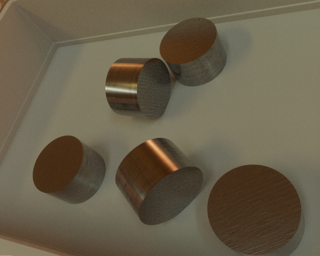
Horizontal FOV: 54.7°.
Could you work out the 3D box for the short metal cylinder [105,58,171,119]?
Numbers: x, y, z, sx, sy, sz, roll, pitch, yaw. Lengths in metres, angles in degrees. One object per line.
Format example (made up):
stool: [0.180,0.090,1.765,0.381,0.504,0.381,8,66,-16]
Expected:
short metal cylinder: [-0.027,-0.054,0.418,0.050,0.080,0.080,8,66,32]

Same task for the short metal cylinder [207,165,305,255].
short metal cylinder: [0.091,0.081,0.292,0.080,0.050,0.080,-13,56,21]

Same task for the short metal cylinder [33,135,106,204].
short metal cylinder: [-0.122,0.057,0.419,0.080,0.050,0.080,-13,56,21]

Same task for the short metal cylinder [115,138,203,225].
short metal cylinder: [-0.001,0.057,0.336,0.080,0.080,0.050,-44,51,-2]

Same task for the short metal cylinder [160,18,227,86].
short metal cylinder: [0.046,-0.105,0.430,0.080,0.050,0.080,-13,56,21]
